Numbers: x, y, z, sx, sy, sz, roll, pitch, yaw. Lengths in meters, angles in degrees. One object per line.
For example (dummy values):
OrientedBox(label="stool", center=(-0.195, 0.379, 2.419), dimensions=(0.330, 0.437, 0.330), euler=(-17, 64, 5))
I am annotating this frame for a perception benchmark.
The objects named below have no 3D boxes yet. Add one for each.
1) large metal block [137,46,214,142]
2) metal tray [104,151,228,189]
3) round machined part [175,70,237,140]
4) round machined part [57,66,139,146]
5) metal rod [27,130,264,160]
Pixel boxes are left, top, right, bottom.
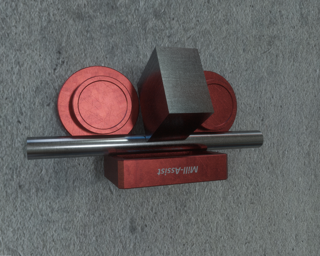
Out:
OrientedBox(label="large metal block", center=(0.013, -0.036, 0.358), dimensions=(0.050, 0.080, 0.080), euler=(-2, 67, -21))
OrientedBox(label="metal tray", center=(0.004, 0.046, 0.378), dimensions=(0.131, 0.090, 0.030), euler=(-1, 91, -20))
OrientedBox(label="round machined part", center=(0.065, -0.031, 0.425), dimensions=(0.099, 0.042, 0.097), euler=(0, 90, -21))
OrientedBox(label="round machined part", center=(-0.072, -0.027, 0.373), dimensions=(0.099, 0.042, 0.097), euler=(0, 90, -21))
OrientedBox(label="metal rod", center=(-0.002, 0.019, 0.389), dimensions=(0.303, 0.025, 0.025), euler=(-1, 91, -21))
